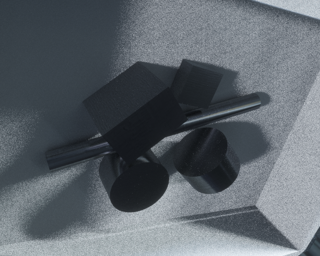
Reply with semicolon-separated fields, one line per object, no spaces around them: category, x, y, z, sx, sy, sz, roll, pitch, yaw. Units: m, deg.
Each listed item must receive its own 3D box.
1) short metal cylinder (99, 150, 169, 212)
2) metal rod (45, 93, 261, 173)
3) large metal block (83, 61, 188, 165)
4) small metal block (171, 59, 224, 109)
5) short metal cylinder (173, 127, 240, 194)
short metal cylinder;-0.035;0.065;0.412;0.081;0.050;0.079;-14;125;-21
metal rod;0.006;0.000;0.412;0.302;0.025;0.025;-16;125;-20
large metal block;-0.029;-0.019;0.345;0.080;0.080;0.050;-37;130;-4
small metal block;0.046;-0.056;0.399;0.050;0.025;0.050;9;114;-33
short metal cylinder;0.066;0.046;0.438;0.080;0.080;0.050;-40;130;-1
